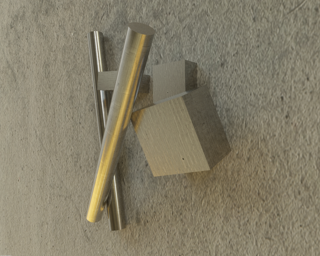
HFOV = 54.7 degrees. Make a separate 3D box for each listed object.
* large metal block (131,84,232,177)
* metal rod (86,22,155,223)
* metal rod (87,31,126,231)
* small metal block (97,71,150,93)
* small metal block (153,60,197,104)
[{"bbox_3d":[0.022,0.005,0.351,0.080,0.050,0.080,-15,100,42],"label":"large metal block"},{"bbox_3d":[-0.058,0.020,0.372,0.025,0.025,0.298,46,135,30],"label":"metal rod"},{"bbox_3d":[-0.082,0.000,0.469,0.025,0.025,0.298,-13,82,39],"label":"metal rod"},{"bbox_3d":[-0.050,-0.063,0.428,0.050,0.050,0.025,6,94,39],"label":"small metal block"},{"bbox_3d":[0.018,-0.055,0.388,0.050,0.025,0.050,-2,89,39],"label":"small metal block"}]
